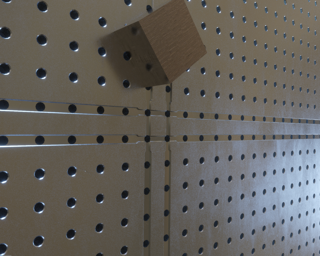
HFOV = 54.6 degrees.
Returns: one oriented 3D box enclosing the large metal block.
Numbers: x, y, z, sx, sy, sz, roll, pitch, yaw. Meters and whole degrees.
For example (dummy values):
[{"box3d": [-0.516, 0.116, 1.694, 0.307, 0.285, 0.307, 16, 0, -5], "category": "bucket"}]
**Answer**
[{"box3d": [0.004, -0.109, 0.395, 0.080, 0.050, 0.080, -43, 116, -31], "category": "large metal block"}]
